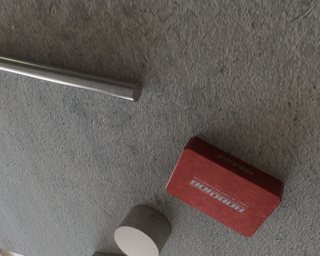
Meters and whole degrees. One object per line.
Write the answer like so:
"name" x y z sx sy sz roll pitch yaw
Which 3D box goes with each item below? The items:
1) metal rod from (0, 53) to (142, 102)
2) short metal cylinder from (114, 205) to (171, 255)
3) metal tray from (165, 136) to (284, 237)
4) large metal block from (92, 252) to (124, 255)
"metal rod" -0.166 -0.081 0.444 0.301 0.025 0.025 15 124 20
"short metal cylinder" -0.028 0.175 0.514 0.080 0.050 0.079 13 124 21
"metal tray" 0.081 0.079 0.410 0.130 0.030 0.089 28 128 10
"large metal block" -0.101 0.304 0.632 0.080 0.050 0.080 -10 113 32
